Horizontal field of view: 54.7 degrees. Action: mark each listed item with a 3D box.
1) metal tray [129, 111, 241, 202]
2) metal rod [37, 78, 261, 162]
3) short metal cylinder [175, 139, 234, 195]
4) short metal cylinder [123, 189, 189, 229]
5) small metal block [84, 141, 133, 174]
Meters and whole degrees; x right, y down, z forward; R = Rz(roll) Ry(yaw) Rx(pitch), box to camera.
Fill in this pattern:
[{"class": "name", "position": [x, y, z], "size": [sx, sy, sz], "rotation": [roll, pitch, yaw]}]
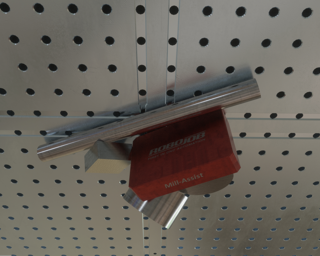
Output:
[{"class": "metal tray", "position": [0.027, 0.032, 0.392], "size": [0.130, 0.090, 0.030], "rotation": [-21, 127, 16]}, {"class": "metal rod", "position": [-0.024, -0.006, 0.402], "size": [0.301, 0.025, 0.025], "rotation": [-17, 128, 13]}, {"class": "short metal cylinder", "position": [0.056, 0.051, 0.427], "size": [0.081, 0.050, 0.080], "rotation": [-3, 139, -3]}, {"class": "short metal cylinder", "position": [-0.006, 0.101, 0.448], "size": [0.080, 0.080, 0.050], "rotation": [39, 78, -29]}, {"class": "small metal block", "position": [-0.071, 0.042, 0.425], "size": [0.050, 0.025, 0.050], "rotation": [7, 149, -31]}]
